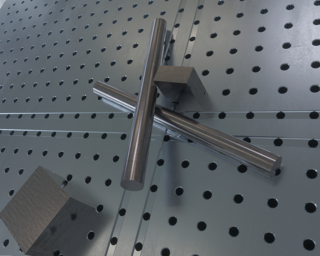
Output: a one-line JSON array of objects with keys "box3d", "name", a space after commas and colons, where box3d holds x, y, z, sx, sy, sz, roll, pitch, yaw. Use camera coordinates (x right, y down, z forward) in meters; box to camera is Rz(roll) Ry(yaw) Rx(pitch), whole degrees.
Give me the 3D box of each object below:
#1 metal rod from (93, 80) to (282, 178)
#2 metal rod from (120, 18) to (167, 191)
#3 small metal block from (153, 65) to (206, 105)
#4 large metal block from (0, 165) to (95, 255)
[{"box3d": [0.011, -0.012, 0.409, 0.300, 0.025, 0.025, 26, 76, 36], "name": "metal rod"}, {"box3d": [-0.015, -0.055, 0.421, 0.025, 0.025, 0.300, -11, 48, 22], "name": "metal rod"}, {"box3d": [0.027, -0.057, 0.413, 0.050, 0.050, 0.025, 10, 67, 32], "name": "small metal block"}, {"box3d": [-0.147, 0.109, 0.403, 0.080, 0.050, 0.080, 30, 78, 37], "name": "large metal block"}]
